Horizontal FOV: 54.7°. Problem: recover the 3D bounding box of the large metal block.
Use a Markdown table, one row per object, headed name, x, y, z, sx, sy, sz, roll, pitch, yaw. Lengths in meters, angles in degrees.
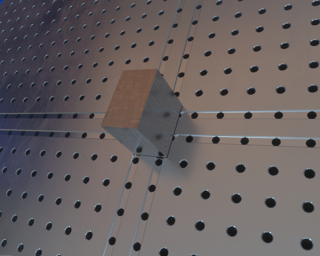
| name | x | y | z | sx | sy | sz | roll | pitch | yaw |
| --- | --- | --- | --- | --- | --- | --- | --- | --- | --- |
| large metal block | -0.019 | -0.017 | 0.391 | 0.050 | 0.080 | 0.080 | 4 | 64 | 29 |
